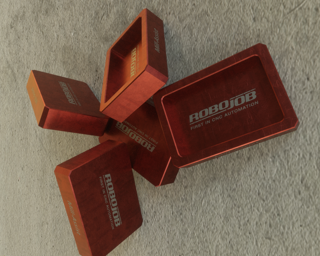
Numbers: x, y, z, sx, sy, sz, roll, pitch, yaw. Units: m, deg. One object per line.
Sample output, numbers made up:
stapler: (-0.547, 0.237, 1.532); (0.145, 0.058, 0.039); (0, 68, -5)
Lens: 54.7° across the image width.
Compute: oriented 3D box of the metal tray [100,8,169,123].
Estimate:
metal tray: (-0.034, -0.081, 0.391); (0.090, 0.030, 0.130); (-38, 38, 33)

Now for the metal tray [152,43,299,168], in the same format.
metal tray: (0.065, -0.019, 0.327); (0.130, 0.030, 0.090); (-23, 75, 22)

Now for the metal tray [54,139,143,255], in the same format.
metal tray: (-0.073, 0.091, 0.396); (0.030, 0.091, 0.129); (7, 115, 40)

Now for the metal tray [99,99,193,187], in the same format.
metal tray: (-0.023, 0.008, 0.420); (0.130, 0.030, 0.089); (32, 110, 35)

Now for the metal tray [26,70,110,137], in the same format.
metal tray: (-0.138, -0.038, 0.455); (0.130, 0.091, 0.030); (48, 120, 48)
